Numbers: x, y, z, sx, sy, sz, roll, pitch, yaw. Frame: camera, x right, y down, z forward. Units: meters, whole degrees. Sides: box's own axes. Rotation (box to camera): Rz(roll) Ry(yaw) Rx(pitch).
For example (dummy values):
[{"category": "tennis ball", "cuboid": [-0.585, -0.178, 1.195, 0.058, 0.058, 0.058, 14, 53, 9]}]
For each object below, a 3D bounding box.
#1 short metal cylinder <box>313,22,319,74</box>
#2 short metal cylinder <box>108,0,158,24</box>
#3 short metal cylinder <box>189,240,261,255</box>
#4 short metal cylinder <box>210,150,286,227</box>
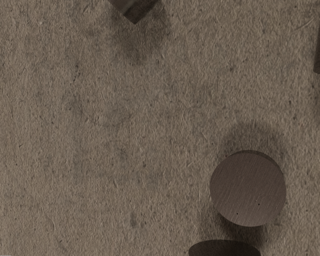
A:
[{"category": "short metal cylinder", "cuboid": [0.201, -0.080, 0.309, 0.080, 0.080, 0.050, 8, 93, 19]}, {"category": "short metal cylinder", "cuboid": [-0.043, -0.180, 0.394, 0.050, 0.080, 0.080, -43, 77, 15]}, {"category": "short metal cylinder", "cuboid": [0.074, 0.167, 0.353, 0.080, 0.080, 0.050, -2, 90, 19]}, {"category": "short metal cylinder", "cuboid": [0.102, 0.067, 0.359, 0.080, 0.050, 0.079, 0, 90, 19]}]
